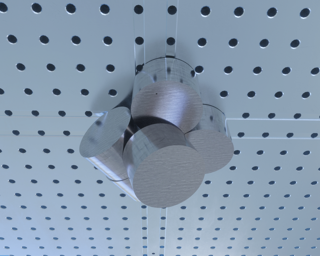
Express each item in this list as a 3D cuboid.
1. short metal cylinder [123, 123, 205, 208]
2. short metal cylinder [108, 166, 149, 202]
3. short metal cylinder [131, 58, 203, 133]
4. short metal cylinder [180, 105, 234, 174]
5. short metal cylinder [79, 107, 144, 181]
[{"bbox_3d":[0.003,0.041,0.346,0.081,0.050,0.079,-9,119,-16],"label":"short metal cylinder"},{"bbox_3d":[-0.027,0.052,0.419,0.080,0.080,0.050,-27,125,20],"label":"short metal cylinder"},{"bbox_3d":[0.008,-0.035,0.364,0.081,0.050,0.079,0,130,0],"label":"short metal cylinder"},{"bbox_3d":[0.053,0.016,0.408,0.081,0.050,0.079,0,130,0],"label":"short metal cylinder"},{"bbox_3d":[-0.054,0.019,0.391,0.080,0.080,0.050,-27,125,21],"label":"short metal cylinder"}]
